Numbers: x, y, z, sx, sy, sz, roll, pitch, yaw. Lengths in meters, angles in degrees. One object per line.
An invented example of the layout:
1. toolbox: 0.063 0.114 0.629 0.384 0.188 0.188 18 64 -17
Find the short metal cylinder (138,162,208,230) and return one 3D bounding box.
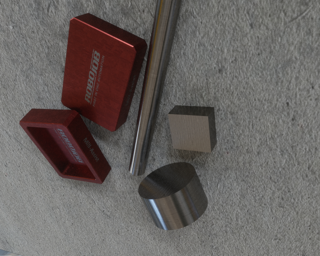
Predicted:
1. short metal cylinder: 0.018 0.089 0.416 0.080 0.080 0.050 -11 113 32

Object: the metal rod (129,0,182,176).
1. metal rod: -0.007 -0.056 0.374 0.025 0.025 0.298 23 127 14

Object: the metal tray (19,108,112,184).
1. metal tray: -0.140 0.030 0.472 0.090 0.030 0.129 3 135 26

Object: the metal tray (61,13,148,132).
1. metal tray: -0.077 -0.068 0.400 0.090 0.030 0.129 28 128 10

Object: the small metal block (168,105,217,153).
1. small metal block: 0.041 0.001 0.385 0.050 0.025 0.050 5 121 25
